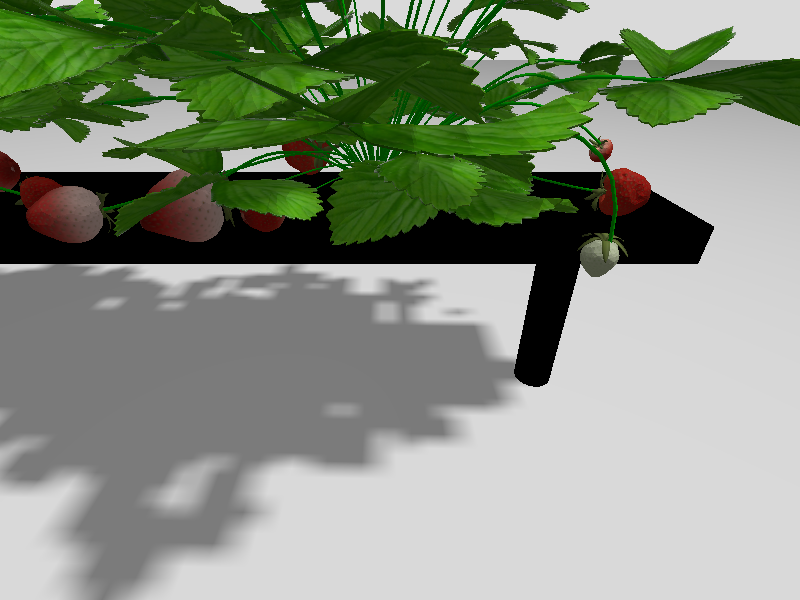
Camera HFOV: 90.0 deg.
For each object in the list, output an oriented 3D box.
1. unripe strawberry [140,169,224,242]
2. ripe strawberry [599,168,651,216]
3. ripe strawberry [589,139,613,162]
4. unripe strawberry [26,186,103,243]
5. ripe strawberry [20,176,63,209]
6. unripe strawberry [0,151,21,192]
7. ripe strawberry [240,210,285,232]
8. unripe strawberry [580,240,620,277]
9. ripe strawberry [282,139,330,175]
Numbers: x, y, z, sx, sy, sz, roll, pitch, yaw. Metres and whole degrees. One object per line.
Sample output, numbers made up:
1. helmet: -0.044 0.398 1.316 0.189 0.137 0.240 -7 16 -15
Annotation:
1. unripe strawberry: -0.140 -0.058 0.256 0.049 0.048 0.045 -25 40 -33
2. ripe strawberry: 0.165 -0.078 0.294 0.034 0.035 0.031 10 34 15
3. ripe strawberry: 0.219 -0.161 0.435 0.024 0.025 0.022 34 11 -38
4. unripe strawberry: -0.214 -0.054 0.256 0.039 0.034 0.039 -17 36 -23
5. ripe strawberry: -0.253 -0.073 0.289 0.030 0.031 0.028 10 34 14
6. unripe strawberry: -0.350 -0.112 0.342 0.039 0.041 0.036 1 33 0
7. ripe strawberry: -0.094 -0.061 0.272 0.026 0.030 0.029 24 40 33
8. unripe strawberry: 0.112 -0.023 0.224 0.023 0.023 0.019 -25 40 -34
9. ripe strawberry: -0.098 -0.152 0.402 0.050 0.050 0.047 26 41 35
